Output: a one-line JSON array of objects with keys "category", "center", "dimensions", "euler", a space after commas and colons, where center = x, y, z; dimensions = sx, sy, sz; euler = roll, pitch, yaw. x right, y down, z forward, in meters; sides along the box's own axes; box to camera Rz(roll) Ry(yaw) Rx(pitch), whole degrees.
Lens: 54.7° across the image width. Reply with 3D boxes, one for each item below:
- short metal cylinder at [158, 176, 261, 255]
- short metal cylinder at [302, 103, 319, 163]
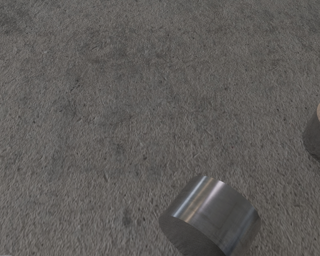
[{"category": "short metal cylinder", "center": [0.046, 0.091, 0.291], "dimensions": [0.080, 0.080, 0.050], "euler": [30, 57, 23]}, {"category": "short metal cylinder", "center": [0.227, 0.005, 0.384], "dimensions": [0.080, 0.050, 0.080], "euler": [0, 50, 0]}]
